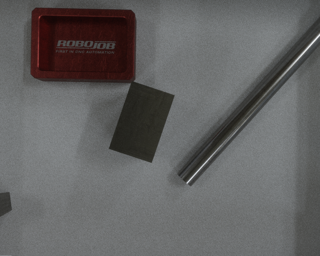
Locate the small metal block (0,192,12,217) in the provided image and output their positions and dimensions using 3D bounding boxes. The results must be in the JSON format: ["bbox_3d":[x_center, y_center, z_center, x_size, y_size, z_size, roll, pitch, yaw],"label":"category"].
[{"bbox_3d":[-0.228,0.103,0.396,0.050,0.050,0.025,-8,90,0],"label":"small metal block"}]

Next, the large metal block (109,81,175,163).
[{"bbox_3d":[-0.020,-0.007,0.384,0.050,0.080,0.080,19,90,0],"label":"large metal block"}]

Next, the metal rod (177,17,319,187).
[{"bbox_3d":[0.133,-0.042,0.413,0.025,0.025,0.300,42,90,-1],"label":"metal rod"}]

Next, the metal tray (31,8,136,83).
[{"bbox_3d":[-0.098,-0.107,0.407,0.131,0.030,0.089,1,90,-1],"label":"metal tray"}]
